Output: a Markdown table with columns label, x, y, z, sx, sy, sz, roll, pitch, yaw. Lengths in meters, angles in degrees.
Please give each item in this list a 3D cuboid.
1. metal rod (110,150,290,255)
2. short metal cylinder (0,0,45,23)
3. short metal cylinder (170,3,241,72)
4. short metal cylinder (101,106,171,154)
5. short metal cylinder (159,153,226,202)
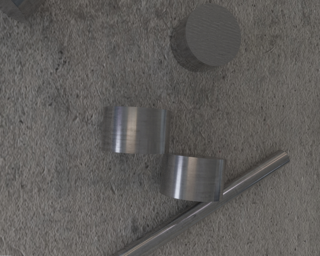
| label | x | y | z | sx | sy | sz | roll | pitch | yaw |
| --- | --- | --- | --- | --- | --- | --- | --- | --- | --- |
| metal rod | 0.063 | 0.110 | 0.432 | 0.302 | 0.025 | 0.025 | -27 | 99 | -18 |
| short metal cylinder | -0.158 | -0.157 | 0.321 | 0.080 | 0.080 | 0.050 | 38 | 78 | -16 |
| short metal cylinder | 0.061 | -0.119 | 0.418 | 0.081 | 0.050 | 0.079 | 0 | 90 | -20 |
| short metal cylinder | -0.028 | 0.003 | 0.369 | 0.081 | 0.080 | 0.050 | 3 | 89 | -20 |
| short metal cylinder | 0.042 | 0.060 | 0.395 | 0.081 | 0.080 | 0.050 | 7 | 88 | -20 |
